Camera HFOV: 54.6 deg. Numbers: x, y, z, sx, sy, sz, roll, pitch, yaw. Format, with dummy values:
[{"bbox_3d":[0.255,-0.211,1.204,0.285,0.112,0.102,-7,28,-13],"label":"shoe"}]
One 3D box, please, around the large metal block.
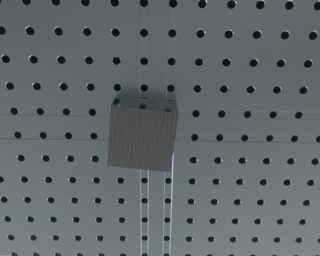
[{"bbox_3d":[-0.022,0.006,0.402,0.080,0.050,0.079,6,110,-2],"label":"large metal block"}]
